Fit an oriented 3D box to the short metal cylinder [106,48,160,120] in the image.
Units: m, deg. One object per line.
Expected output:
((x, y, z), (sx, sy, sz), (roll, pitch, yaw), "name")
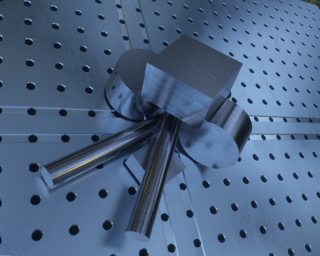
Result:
((-0.025, -0.057, 0.409), (0.081, 0.050, 0.080), (14, 56, -21), "short metal cylinder")

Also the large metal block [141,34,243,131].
((0.037, -0.056, 0.360), (0.080, 0.050, 0.080), (32, 50, 14), "large metal block")

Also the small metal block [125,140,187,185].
((-0.005, 0.045, 0.374), (0.050, 0.025, 0.050), (-32, 80, -38), "small metal block")

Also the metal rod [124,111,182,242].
((0.016, -0.010, 0.386), (0.025, 0.025, 0.300), (27, 52, -12), "metal rod")

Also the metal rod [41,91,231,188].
((-0.005, -0.003, 0.403), (0.302, 0.025, 0.025), (-26, 76, -37), "metal rod")

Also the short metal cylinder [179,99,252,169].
((0.072, 0.007, 0.404), (0.080, 0.080, 0.050), (40, 52, -1), "short metal cylinder")
